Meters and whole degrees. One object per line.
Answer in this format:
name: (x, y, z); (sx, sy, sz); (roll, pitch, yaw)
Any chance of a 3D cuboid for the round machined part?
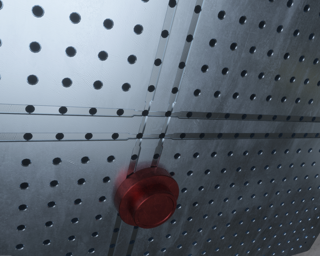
round machined part: (-0.014, 0.111, 0.463); (0.099, 0.042, 0.097); (-14, 125, -21)
